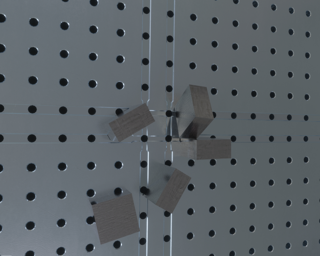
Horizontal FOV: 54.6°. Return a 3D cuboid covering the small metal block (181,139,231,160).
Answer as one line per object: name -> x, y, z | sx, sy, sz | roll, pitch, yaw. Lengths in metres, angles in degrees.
small metal block -> 0.061, 0.027, 0.422 | 0.050, 0.050, 0.025 | 0, 91, -20

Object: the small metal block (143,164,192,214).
small metal block -> 0.008, 0.077, 0.402 | 0.025, 0.050, 0.050 | 33, 79, -17

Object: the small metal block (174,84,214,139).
small metal block -> 0.043, -0.020, 0.405 | 0.025, 0.050, 0.050 | 6, 56, -20

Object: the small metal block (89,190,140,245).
small metal block -> -0.058, 0.111, 0.391 | 0.050, 0.025, 0.050 | -13, 95, -20

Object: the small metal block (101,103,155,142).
small metal block -> -0.041, -0.007, 0.384 | 0.050, 0.050, 0.025 | -31, 100, -17
